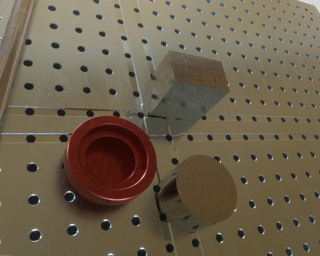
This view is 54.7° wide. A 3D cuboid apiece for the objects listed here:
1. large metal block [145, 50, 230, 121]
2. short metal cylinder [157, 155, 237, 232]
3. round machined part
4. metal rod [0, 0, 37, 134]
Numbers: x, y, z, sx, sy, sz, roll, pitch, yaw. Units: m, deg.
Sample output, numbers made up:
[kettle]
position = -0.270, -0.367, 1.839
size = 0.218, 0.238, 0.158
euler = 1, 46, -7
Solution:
[large metal block]
position = 0.034, -0.054, 0.426
size = 0.081, 0.080, 0.050
euler = 6, 59, -26
[short metal cylinder]
position = 0.044, 0.078, 0.369
size = 0.081, 0.050, 0.080
euler = 14, 56, -21
[round machined part]
position = -0.057, 0.038, 0.344
size = 0.099, 0.042, 0.098
euler = 14, 56, -21
[metal rod]
position = -0.178, -0.126, 0.389
size = 0.025, 0.025, 0.299
euler = 12, 57, -22
